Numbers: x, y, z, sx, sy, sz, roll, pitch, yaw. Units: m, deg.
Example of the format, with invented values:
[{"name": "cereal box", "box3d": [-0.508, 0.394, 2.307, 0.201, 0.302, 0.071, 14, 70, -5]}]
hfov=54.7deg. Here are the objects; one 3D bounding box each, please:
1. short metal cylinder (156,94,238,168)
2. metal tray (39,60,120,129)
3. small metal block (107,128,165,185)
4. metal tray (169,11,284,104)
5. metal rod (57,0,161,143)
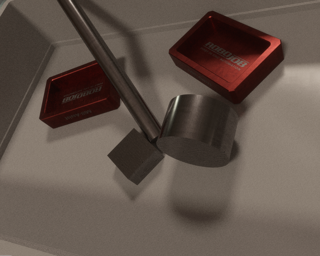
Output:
[{"name": "short metal cylinder", "box3d": [0.042, 0.005, 0.344, 0.080, 0.080, 0.050, 4, 64, 30]}, {"name": "metal tray", "box3d": [-0.128, -0.058, 0.503, 0.130, 0.030, 0.090, -15, 55, 19]}, {"name": "small metal block", "box3d": [-0.031, 0.036, 0.399, 0.050, 0.025, 0.050, -46, 52, -4]}, {"name": "metal tray", "box3d": [0.085, -0.100, 0.418, 0.090, 0.030, 0.130, -45, 51, -3]}, {"name": "metal rod", "box3d": [-0.083, -0.107, 0.437, 0.025, 0.025, 0.299, -35, 76, 5]}]
